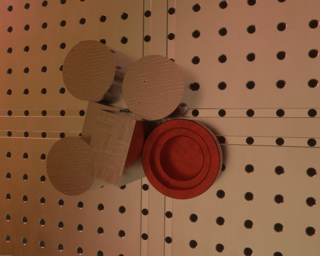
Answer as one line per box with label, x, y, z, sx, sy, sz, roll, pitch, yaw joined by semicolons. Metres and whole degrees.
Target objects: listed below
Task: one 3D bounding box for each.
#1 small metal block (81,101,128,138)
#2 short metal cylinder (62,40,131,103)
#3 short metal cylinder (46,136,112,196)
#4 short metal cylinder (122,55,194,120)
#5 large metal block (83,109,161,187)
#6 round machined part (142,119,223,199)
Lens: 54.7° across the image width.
small metal block;-0.079;-0.008;0.440;0.050;0.025;0.050;16;95;19
short metal cylinder;-0.086;-0.076;0.429;0.080;0.050;0.080;0;90;20
short metal cylinder;-0.111;0.051;0.438;0.080;0.050;0.080;0;90;20
short metal cylinder;-0.001;-0.049;0.399;0.080;0.050;0.080;0;90;20
large metal block;-0.046;0.023;0.396;0.050;0.080;0.080;17;96;19
round machined part;0.030;0.037;0.393;0.098;0.042;0.097;0;90;20
